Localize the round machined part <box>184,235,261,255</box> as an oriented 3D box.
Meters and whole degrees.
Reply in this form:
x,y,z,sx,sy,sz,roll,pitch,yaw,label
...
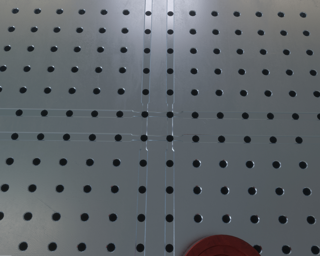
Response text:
x,y,z,sx,sy,sz,roll,pitch,yaw,label
0.067,0.169,0.341,0.099,0.042,0.098,0,70,0,round machined part
